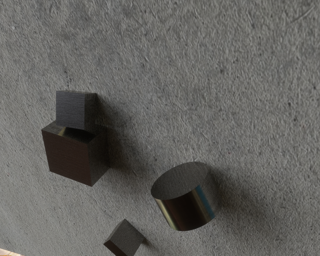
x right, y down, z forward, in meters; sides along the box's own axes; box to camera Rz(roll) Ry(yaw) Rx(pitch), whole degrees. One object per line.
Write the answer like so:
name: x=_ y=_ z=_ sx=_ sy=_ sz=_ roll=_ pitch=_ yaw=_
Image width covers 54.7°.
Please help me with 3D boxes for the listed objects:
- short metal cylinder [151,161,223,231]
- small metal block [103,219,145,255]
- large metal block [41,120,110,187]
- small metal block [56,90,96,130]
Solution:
short metal cylinder: x=0.035 y=0.088 z=0.407 sx=0.080 sy=0.080 sz=0.050 roll=-14 pitch=111 yaw=34
small metal block: x=-0.063 y=0.199 z=0.547 sx=0.050 sy=0.050 sz=0.025 roll=43 pitch=129 yaw=-2
large metal block: x=-0.128 y=0.034 z=0.479 sx=0.080 sy=0.050 sz=0.079 roll=15 pitch=125 yaw=19
small metal block: x=-0.121 y=-0.027 z=0.444 sx=0.050 sy=0.025 sz=0.050 roll=8 pitch=101 yaw=23
